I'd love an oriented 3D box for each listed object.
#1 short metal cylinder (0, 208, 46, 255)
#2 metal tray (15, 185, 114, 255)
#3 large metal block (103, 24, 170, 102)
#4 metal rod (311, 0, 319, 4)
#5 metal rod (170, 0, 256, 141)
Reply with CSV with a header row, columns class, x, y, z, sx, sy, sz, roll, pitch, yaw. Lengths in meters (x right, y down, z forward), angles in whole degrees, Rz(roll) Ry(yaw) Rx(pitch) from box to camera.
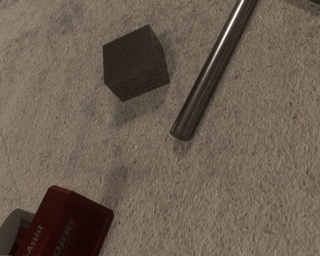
class,x,y,z,sx,sy,sz,roll,pitch,yaw
short metal cylinder,-0.161,0.142,0.365,0.080,0.050,0.080,-35,37,33
metal tray,-0.107,0.138,0.331,0.030,0.090,0.130,9,66,30
large metal block,-0.037,-0.097,0.465,0.080,0.050,0.080,-20,54,16
metal rod,0.246,-0.136,0.358,0.025,0.025,0.300,-42,51,-1
metal rod,0.090,-0.117,0.427,0.025,0.025,0.300,16,70,34
